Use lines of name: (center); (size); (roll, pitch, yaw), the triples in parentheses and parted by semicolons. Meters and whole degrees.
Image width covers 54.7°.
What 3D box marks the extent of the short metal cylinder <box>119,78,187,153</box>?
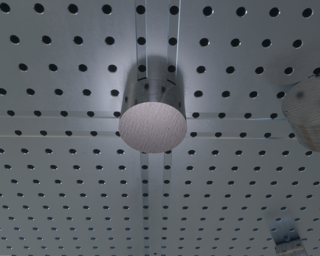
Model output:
short metal cylinder: (-0.008, -0.014, 0.383); (0.081, 0.050, 0.079); (0, 130, 0)

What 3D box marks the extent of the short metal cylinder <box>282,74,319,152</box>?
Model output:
short metal cylinder: (0.192, -0.018, 0.362); (0.080, 0.080, 0.050); (-27, 125, 21)

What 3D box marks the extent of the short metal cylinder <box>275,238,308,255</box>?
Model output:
short metal cylinder: (0.264, 0.262, 0.601); (0.050, 0.080, 0.080); (-23, 127, 18)
